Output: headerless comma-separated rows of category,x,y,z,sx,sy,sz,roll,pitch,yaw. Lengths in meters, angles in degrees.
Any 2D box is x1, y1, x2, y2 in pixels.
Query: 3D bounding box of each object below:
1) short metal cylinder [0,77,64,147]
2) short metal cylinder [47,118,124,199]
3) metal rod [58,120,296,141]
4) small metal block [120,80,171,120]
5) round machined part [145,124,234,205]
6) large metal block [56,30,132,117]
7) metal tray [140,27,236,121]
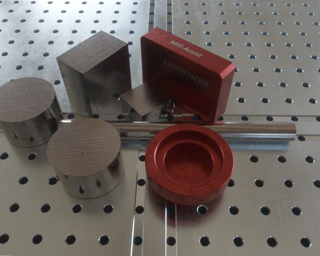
short metal cylinder,-0.173,-0.022,0.408,0.080,0.050,0.080,0,50,0
short metal cylinder,-0.084,0.035,0.361,0.080,0.050,0.080,0,50,0
metal rod,0.022,0.003,0.405,0.302,0.025,0.025,1,50,0
small metal block,-0.020,-0.034,0.436,0.050,0.025,0.050,-32,57,-24
round machined part,0.033,0.045,0.359,0.099,0.042,0.098,0,50,0
large metal block,-0.088,-0.076,0.435,0.050,0.080,0.080,32,57,23
metal tray,0.033,-0.072,0.425,0.130,0.090,0.030,33,58,24
